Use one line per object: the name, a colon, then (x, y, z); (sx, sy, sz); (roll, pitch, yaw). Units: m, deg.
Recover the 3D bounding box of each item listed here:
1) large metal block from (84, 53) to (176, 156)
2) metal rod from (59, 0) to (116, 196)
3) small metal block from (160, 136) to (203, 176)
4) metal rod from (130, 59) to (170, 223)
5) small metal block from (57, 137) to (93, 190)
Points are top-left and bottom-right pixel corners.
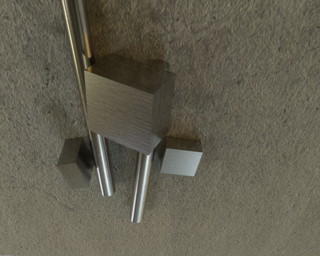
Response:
large metal block: (-0.033, -0.027, 0.345); (0.080, 0.050, 0.079); (21, 131, 18)
metal rod: (-0.083, -0.016, 0.392); (0.025, 0.025, 0.298); (-1, 130, 0)
small metal block: (0.029, 0.041, 0.443); (0.050, 0.025, 0.050); (7, 130, -7)
metal rod: (-0.021, 0.041, 0.442); (0.025, 0.025, 0.298); (5, 130, -5)
small metal block: (-0.115, 0.049, 0.431); (0.025, 0.050, 0.050); (-9, 130, 7)
